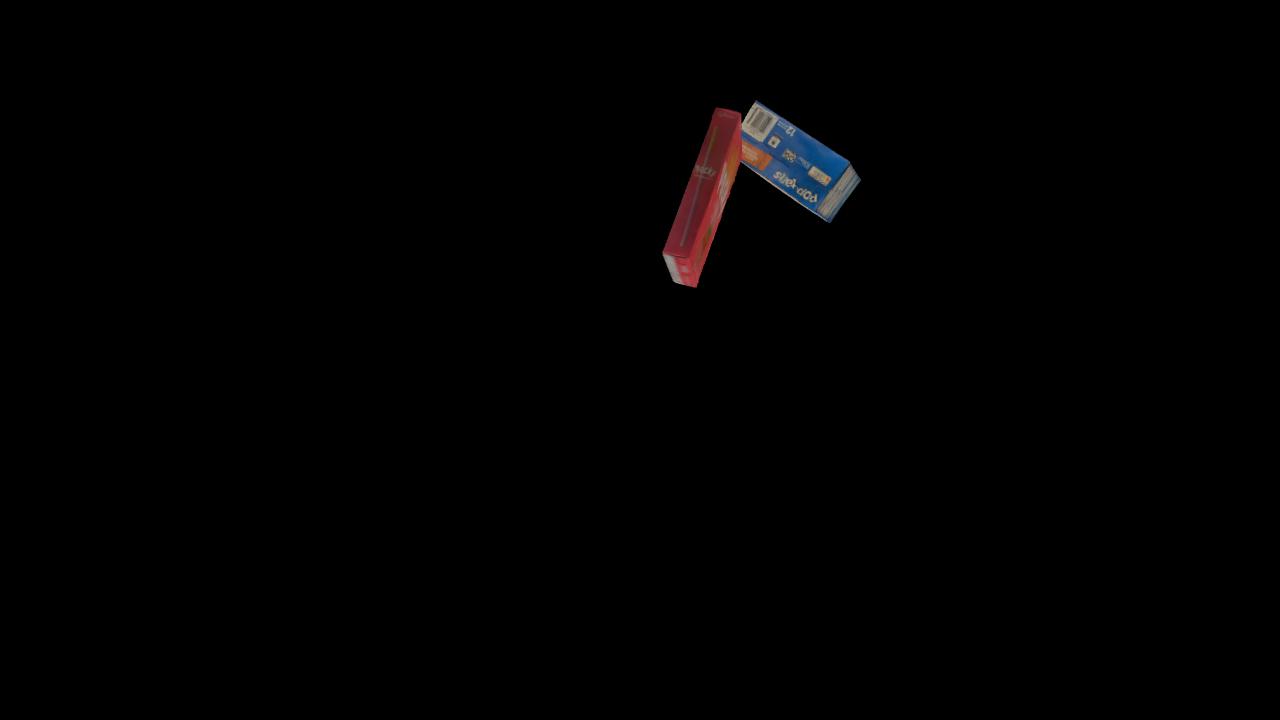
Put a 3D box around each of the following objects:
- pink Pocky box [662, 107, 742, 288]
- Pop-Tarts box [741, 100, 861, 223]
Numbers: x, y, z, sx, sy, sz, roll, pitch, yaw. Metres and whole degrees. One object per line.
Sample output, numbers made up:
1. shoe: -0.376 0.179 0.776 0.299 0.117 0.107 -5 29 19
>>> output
1. pink Pocky box: 0.064 -0.156 0.605 0.029 0.155 0.084 18 -8 13
2. Pop-Tarts box: 0.232 -0.292 0.923 0.167 0.083 0.141 42 21 16
